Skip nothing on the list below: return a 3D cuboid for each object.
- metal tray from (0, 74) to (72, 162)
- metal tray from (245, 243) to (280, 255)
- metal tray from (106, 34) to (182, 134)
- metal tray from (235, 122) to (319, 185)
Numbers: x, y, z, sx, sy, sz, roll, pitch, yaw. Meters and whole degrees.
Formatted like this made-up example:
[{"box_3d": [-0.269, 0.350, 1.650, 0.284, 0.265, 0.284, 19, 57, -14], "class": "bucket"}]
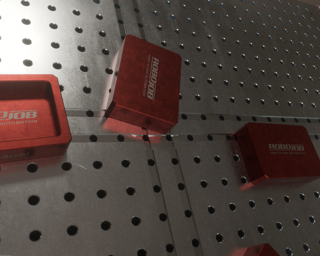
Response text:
[{"box_3d": [-0.168, -0.011, 0.321, 0.131, 0.030, 0.090, -6, 65, -31], "class": "metal tray"}, {"box_3d": [0.139, 0.212, 0.353, 0.130, 0.030, 0.091, 47, 51, 4], "class": "metal tray"}, {"box_3d": [-0.018, -0.064, 0.435, 0.091, 0.030, 0.130, 18, 55, -18], "class": "metal tray"}, {"box_3d": [0.189, 0.039, 0.486, 0.131, 0.030, 0.090, 3, 61, -27], "class": "metal tray"}]
